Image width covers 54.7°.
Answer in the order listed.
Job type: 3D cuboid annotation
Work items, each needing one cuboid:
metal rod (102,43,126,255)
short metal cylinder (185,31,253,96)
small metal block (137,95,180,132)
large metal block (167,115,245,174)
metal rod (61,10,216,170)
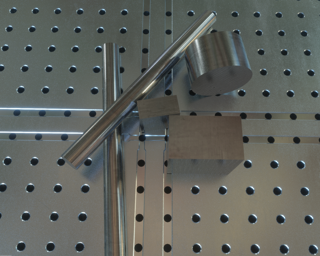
[{"bbox_3d":[-0.061,0.022,0.402,0.025,0.025,0.299,-4,70,-2],"label":"metal rod"},{"bbox_3d":[0.077,-0.083,0.414,0.081,0.080,0.050,-8,71,-3],"label":"short metal cylinder"},{"bbox_3d":[-0.002,-0.018,0.405,0.050,0.050,0.025,-9,71,-4],"label":"small metal block"},{"bbox_3d":[0.050,0.023,0.375,0.081,0.080,0.050,1,70,0],"label":"large metal block"},{"bbox_3d":[-0.015,-0.065,0.416,0.025,0.025,0.301,36,67,12],"label":"metal rod"}]
